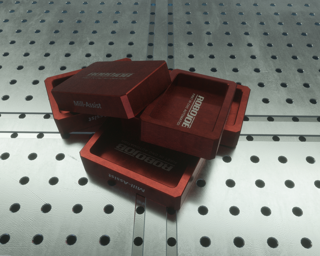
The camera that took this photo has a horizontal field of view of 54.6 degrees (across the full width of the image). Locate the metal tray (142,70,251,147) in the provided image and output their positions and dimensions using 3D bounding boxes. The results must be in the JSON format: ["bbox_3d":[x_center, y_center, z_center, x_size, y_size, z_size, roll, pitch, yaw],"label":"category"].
[{"bbox_3d":[0.051,-0.031,0.430,0.130,0.030,0.090,14,51,13],"label":"metal tray"}]

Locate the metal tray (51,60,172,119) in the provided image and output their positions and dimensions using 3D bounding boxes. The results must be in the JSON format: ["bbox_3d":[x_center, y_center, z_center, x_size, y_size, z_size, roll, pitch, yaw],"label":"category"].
[{"bbox_3d":[-0.063,-0.053,0.396,0.130,0.030,0.090,8,39,35],"label":"metal tray"}]

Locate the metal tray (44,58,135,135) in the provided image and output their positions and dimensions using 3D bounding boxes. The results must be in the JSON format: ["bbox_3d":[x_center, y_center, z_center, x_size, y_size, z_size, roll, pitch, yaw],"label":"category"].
[{"bbox_3d":[-0.090,-0.050,0.445,0.131,0.030,0.090,-18,52,-14],"label":"metal tray"}]

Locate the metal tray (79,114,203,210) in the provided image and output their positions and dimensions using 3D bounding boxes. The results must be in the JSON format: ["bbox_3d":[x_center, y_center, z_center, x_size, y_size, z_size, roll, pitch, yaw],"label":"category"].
[{"bbox_3d":[-0.018,0.032,0.378,0.130,0.030,0.090,21,53,16],"label":"metal tray"}]

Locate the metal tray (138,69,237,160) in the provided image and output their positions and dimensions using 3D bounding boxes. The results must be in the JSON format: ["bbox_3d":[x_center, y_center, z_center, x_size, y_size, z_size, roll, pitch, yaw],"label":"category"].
[{"bbox_3d":[0.039,-0.024,0.384,0.090,0.030,0.130,15,40,13],"label":"metal tray"}]
